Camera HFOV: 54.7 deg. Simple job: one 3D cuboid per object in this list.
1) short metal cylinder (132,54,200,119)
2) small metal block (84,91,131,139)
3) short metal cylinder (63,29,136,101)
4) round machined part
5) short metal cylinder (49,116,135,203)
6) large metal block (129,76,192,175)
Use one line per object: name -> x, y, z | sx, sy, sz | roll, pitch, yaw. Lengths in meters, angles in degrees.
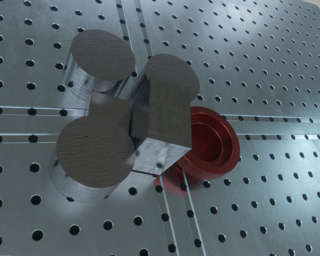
short metal cylinder -> 0.008, -0.055, 0.429 | 0.081, 0.050, 0.080 | 14, 56, -21
small metal block -> -0.065, -0.012, 0.380 | 0.050, 0.025, 0.050 | 14, 56, -21
short metal cylinder -> -0.078, -0.078, 0.397 | 0.081, 0.050, 0.080 | 14, 56, -21
round machined part -> 0.053, 0.023, 0.411 | 0.099, 0.042, 0.098 | 14, 56, -21
short metal cylinder -> -0.073, 0.034, 0.332 | 0.081, 0.050, 0.080 | 14, 56, -21
large metal block -> -0.005, 0.000, 0.366 | 0.050, 0.080, 0.080 | 15, 56, -20
